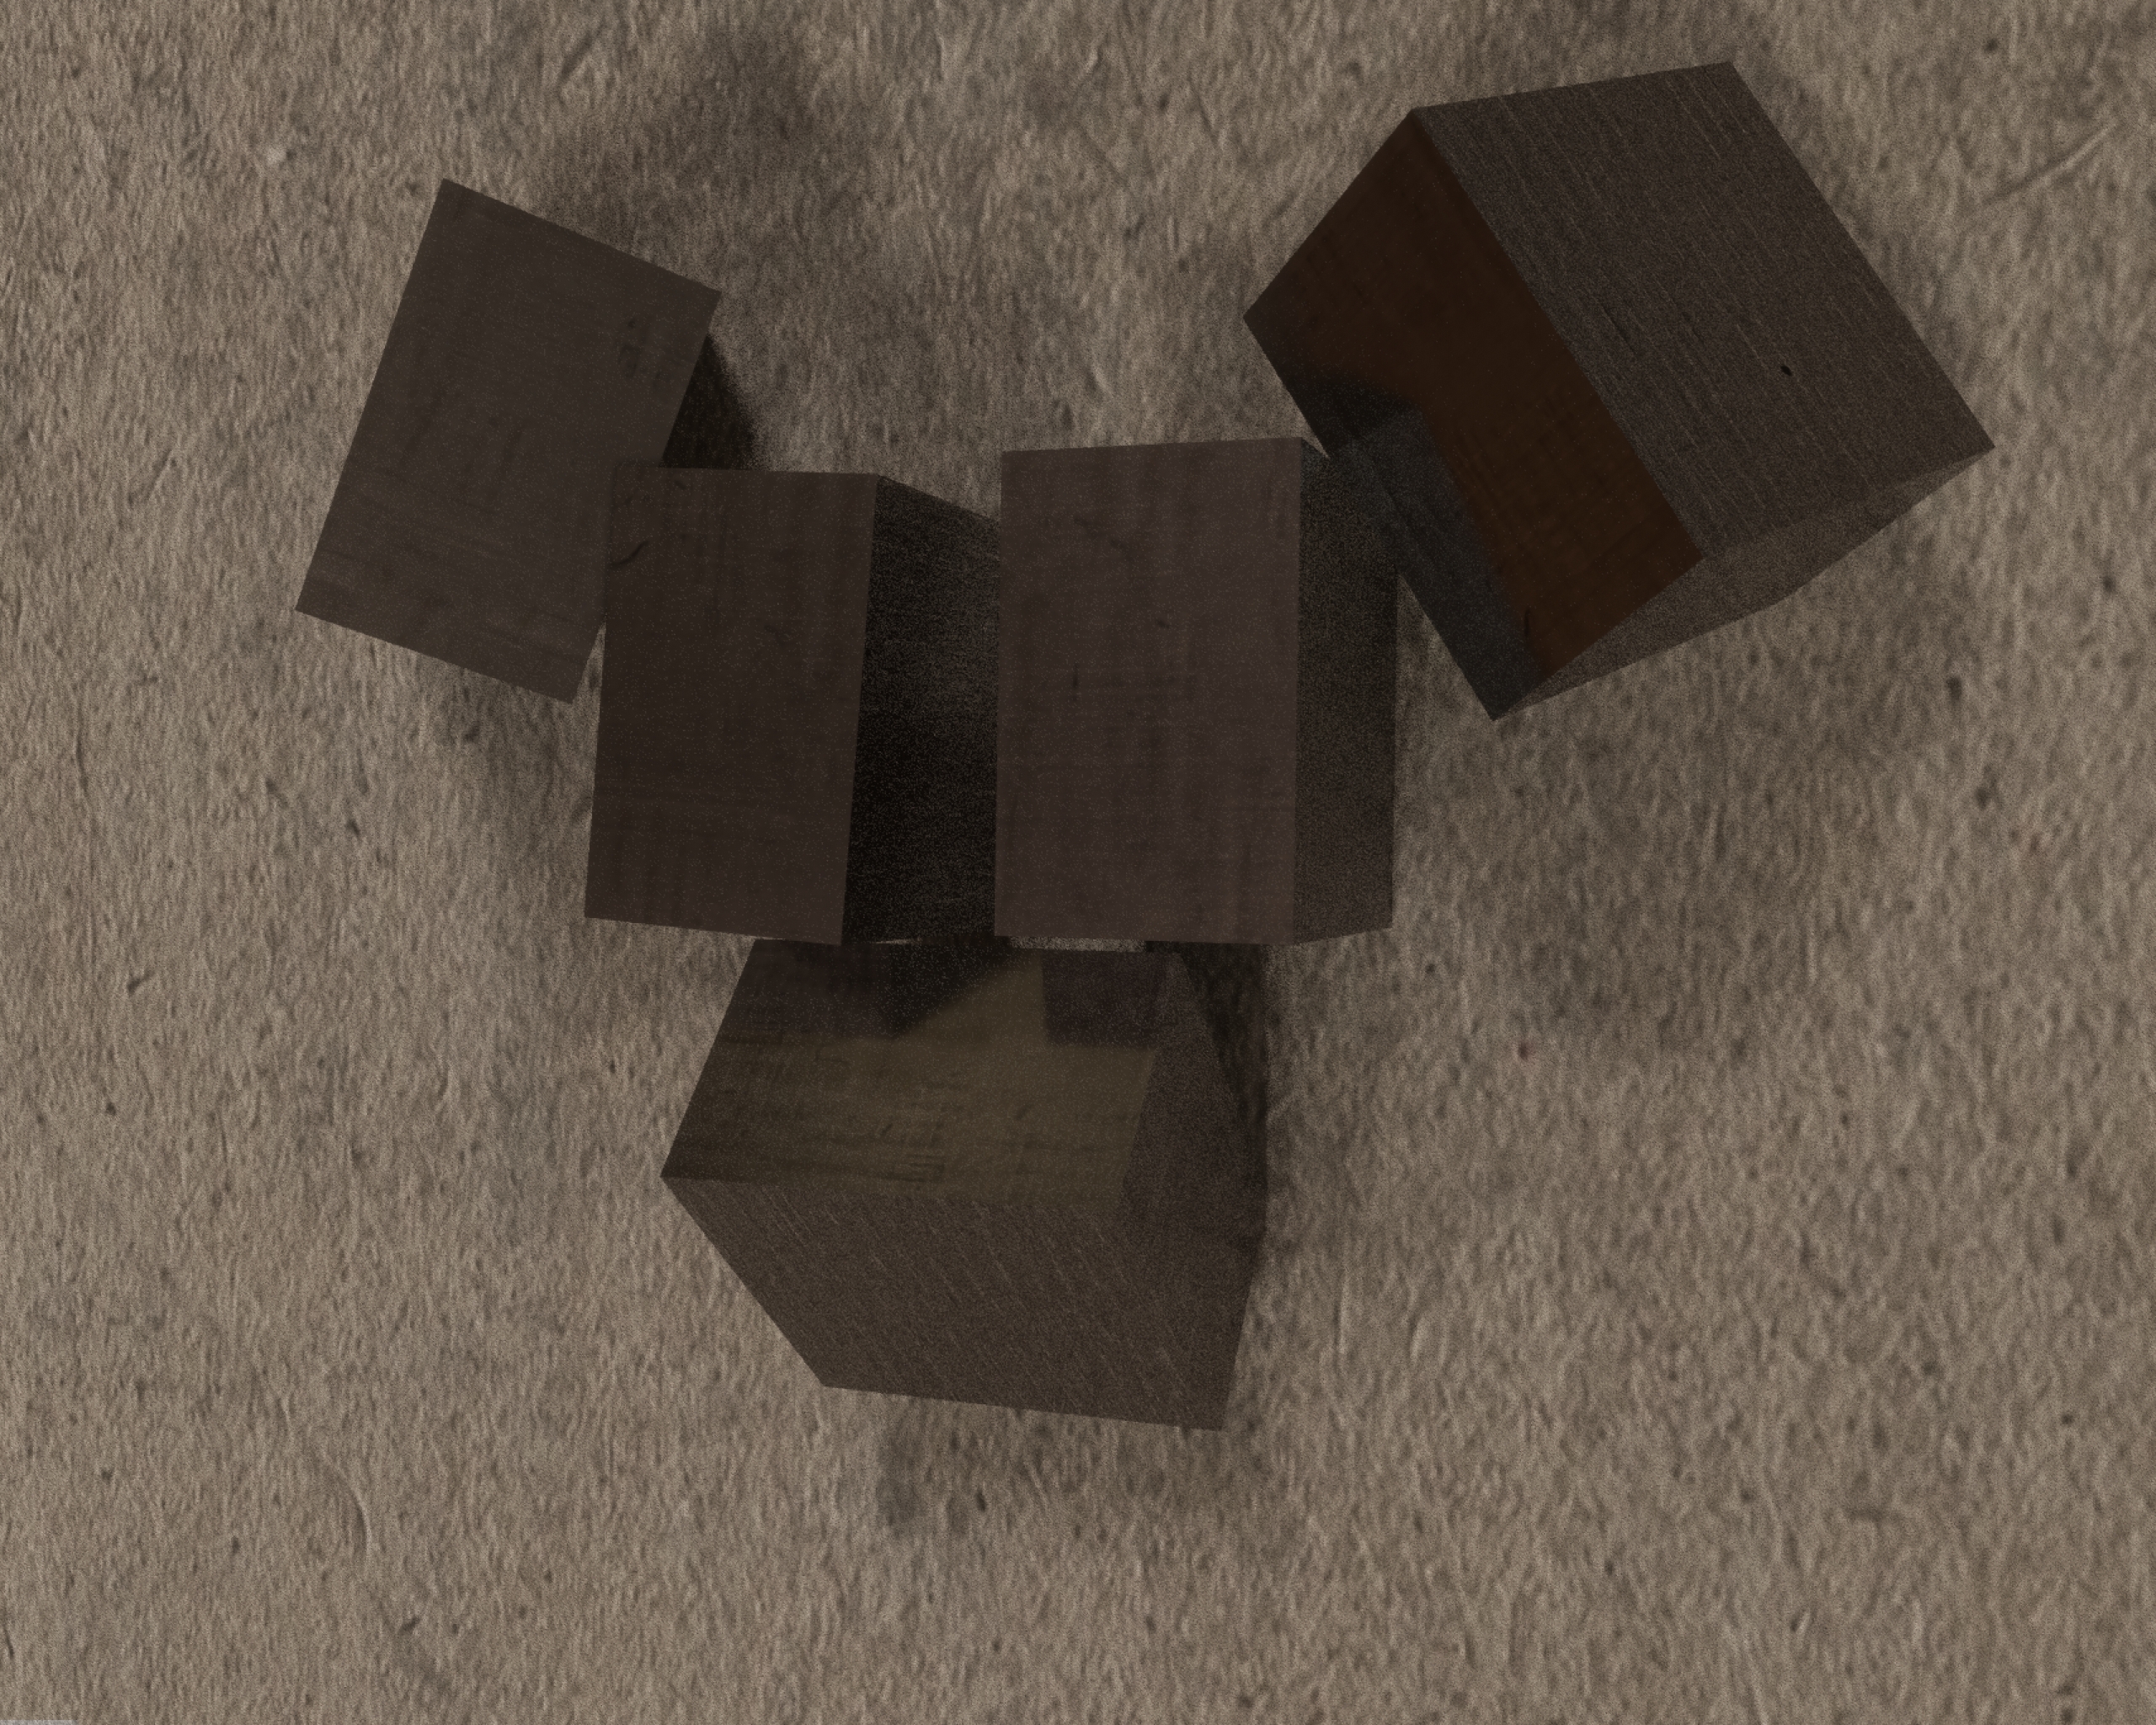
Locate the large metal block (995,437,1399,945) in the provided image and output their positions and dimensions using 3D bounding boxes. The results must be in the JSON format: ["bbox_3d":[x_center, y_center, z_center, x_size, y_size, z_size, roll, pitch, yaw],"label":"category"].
[{"bbox_3d":[0.024,-0.027,0.372,0.050,0.080,0.079,1,90,20],"label":"large metal block"}]

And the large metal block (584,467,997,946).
[{"bbox_3d":[-0.047,-0.028,0.397,0.050,0.080,0.079,5,92,19],"label":"large metal block"}]

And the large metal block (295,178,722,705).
[{"bbox_3d":[-0.111,-0.083,0.409,0.050,0.080,0.080,19,98,-18],"label":"large metal block"}]

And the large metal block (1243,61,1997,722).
[{"bbox_3d":[0.088,-0.079,0.343,0.080,0.081,0.050,61,144,10],"label":"large metal block"}]

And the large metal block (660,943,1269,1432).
[{"bbox_3d":[-0.016,0.059,0.379,0.080,0.080,0.050,1,51,20],"label":"large metal block"}]
